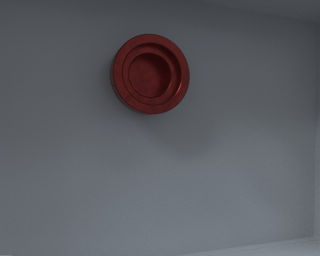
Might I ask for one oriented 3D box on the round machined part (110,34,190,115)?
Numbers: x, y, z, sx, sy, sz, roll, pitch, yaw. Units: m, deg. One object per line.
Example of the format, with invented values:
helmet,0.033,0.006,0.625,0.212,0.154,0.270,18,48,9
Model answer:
round machined part,-0.016,-0.066,0.395,0.099,0.042,0.097,0,90,-20
